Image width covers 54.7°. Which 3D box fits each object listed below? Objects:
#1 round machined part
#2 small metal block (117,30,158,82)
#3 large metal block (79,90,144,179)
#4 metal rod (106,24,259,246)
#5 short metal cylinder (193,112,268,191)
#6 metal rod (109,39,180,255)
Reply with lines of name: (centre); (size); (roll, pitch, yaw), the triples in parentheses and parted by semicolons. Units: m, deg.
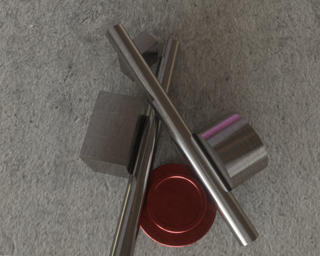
round machined part: (0.019, 0.090, 0.368); (0.099, 0.042, 0.098); (0, 70, -1)
small metal block: (-0.030, -0.099, 0.432); (0.050, 0.050, 0.025); (-43, 76, -14)
large metal block: (-0.053, 0.011, 0.375); (0.050, 0.080, 0.080); (11, 70, 4)
metal rod: (0.022, 0.002, 0.372); (0.025, 0.025, 0.299); (-31, 82, -11)
short metal cylinder: (0.082, 0.028, 0.371); (0.050, 0.080, 0.080); (-31, 73, -11)
metal rod: (-0.012, 0.009, 0.390); (0.025, 0.025, 0.300); (11, 64, 4)
